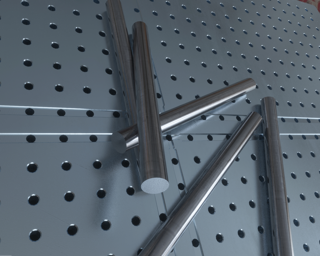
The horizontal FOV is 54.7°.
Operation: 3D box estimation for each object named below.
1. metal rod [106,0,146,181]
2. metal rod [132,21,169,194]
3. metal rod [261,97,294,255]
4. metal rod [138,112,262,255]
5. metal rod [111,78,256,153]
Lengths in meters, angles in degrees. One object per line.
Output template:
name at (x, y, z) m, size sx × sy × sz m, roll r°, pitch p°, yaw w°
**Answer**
metal rod at (-0.041, -0.063, 0.425) m, size 0.025 × 0.025 × 0.299 m, roll 1°, pitch 61°, yaw -28°
metal rod at (-0.018, -0.053, 0.383) m, size 0.025 × 0.025 × 0.300 m, roll 15°, pitch 41°, yaw -21°
metal rod at (0.171, 0.076, 0.456) m, size 0.025 × 0.025 × 0.300 m, roll 20°, pitch 54°, yaw -17°
metal rod at (0.068, 0.064, 0.407) m, size 0.025 × 0.025 × 0.302 m, roll 45°, pitch 51°, yaw 2°
metal rod at (0.056, -0.030, 0.438) m, size 0.302 × 0.025 × 0.025 m, roll -24°, pitch 75°, yaw -43°
